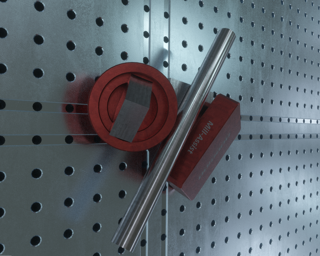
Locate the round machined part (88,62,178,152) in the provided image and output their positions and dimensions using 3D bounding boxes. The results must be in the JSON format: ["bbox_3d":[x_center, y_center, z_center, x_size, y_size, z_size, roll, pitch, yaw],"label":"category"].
[{"bbox_3d":[-0.033,-0.023,0.355,0.099,0.042,0.097,-1,93,-15],"label":"round machined part"}]

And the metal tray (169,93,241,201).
[{"bbox_3d":[0.061,0.029,0.415,0.130,0.030,0.090,-53,154,-11],"label":"metal tray"}]

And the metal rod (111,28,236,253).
[{"bbox_3d":[0.026,-0.003,0.368,0.025,0.025,0.300,42,64,-32],"label":"metal rod"}]

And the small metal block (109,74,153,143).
[{"bbox_3d":[-0.031,-0.022,0.332,0.025,0.050,0.050,21,37,-13],"label":"small metal block"}]

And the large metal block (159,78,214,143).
[{"bbox_3d":[0.022,-0.015,0.413,0.081,0.050,0.080,12,83,-40],"label":"large metal block"}]
